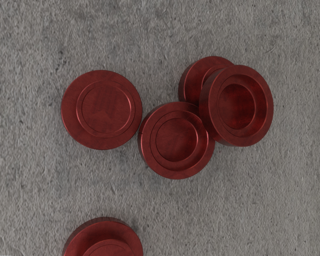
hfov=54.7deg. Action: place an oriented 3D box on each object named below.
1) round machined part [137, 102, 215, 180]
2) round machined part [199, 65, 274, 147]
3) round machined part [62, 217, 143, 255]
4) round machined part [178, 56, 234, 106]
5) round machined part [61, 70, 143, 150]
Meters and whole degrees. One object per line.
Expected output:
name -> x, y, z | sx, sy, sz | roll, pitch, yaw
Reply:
round machined part -> 0.018, 0.015, 0.404 | 0.099, 0.042, 0.097 | -1, 94, -17
round machined part -> 0.089, -0.026, 0.384 | 0.099, 0.042, 0.097 | 1, 87, -26
round machined part -> -0.067, 0.162, 0.375 | 0.099, 0.042, 0.097 | 0, 90, -20
round machined part -> 0.079, -0.051, 0.429 | 0.099, 0.042, 0.097 | 0, 90, -20
round machined part -> -0.068, -0.022, 0.375 | 0.099, 0.042, 0.097 | 0, 90, -20
